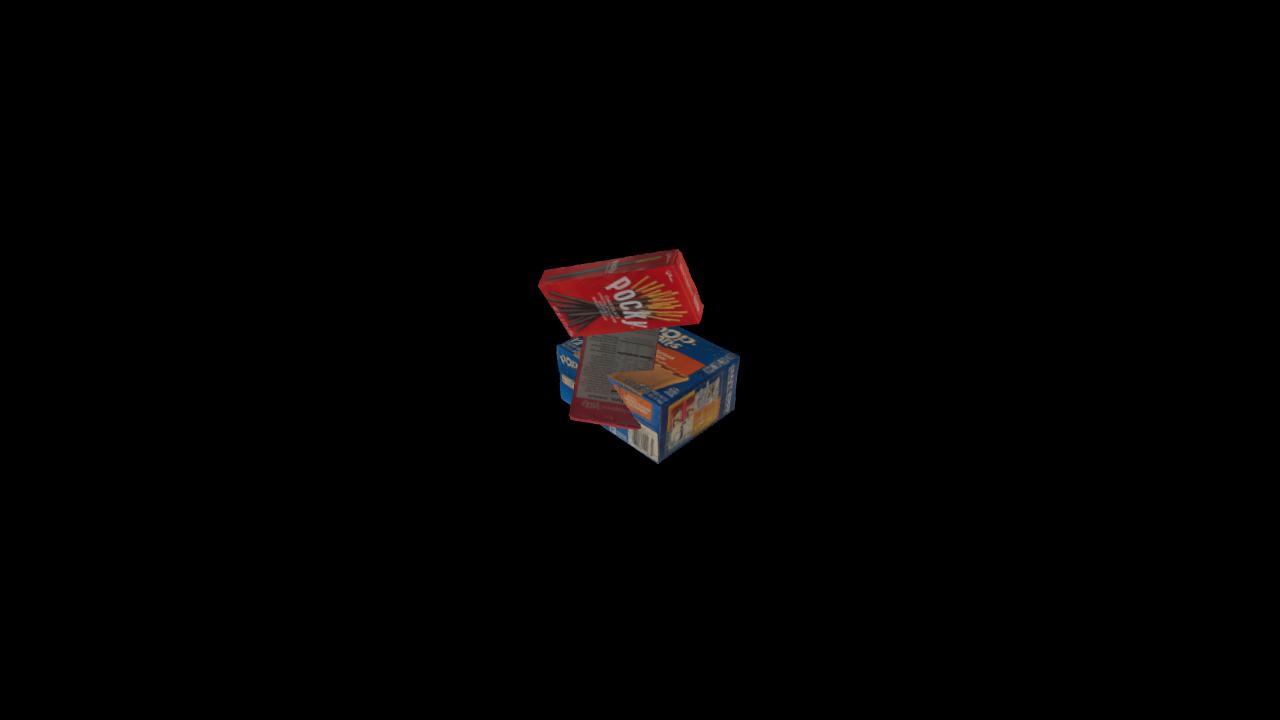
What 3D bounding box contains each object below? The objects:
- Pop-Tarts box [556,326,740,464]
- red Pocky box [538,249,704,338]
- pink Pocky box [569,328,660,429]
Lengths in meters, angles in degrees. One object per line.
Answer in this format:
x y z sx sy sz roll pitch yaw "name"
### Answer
0.009 0.021 0.731 0.167 0.083 0.141 30 42 34 "Pop-Tarts box"
-0.020 -0.065 0.631 0.155 0.028 0.083 -5 -43 24 "red Pocky box"
-0.025 -0.002 0.688 0.084 0.155 0.029 9 -15 -1 "pink Pocky box"
